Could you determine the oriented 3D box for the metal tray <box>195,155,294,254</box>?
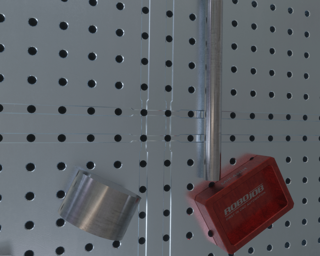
[{"bbox_3d":[0.127,0.109,0.457,0.131,0.030,0.090,-29,100,-18],"label":"metal tray"}]

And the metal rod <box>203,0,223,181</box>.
[{"bbox_3d":[0.076,-0.076,0.440,0.025,0.025,0.298,1,90,-20],"label":"metal rod"}]

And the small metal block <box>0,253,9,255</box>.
[{"bbox_3d":[-0.192,0.174,0.342,0.050,0.025,0.050,-8,93,-20],"label":"small metal block"}]

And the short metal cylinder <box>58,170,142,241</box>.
[{"bbox_3d":[-0.069,0.088,0.358,0.080,0.080,0.050,28,81,-18],"label":"short metal cylinder"}]
